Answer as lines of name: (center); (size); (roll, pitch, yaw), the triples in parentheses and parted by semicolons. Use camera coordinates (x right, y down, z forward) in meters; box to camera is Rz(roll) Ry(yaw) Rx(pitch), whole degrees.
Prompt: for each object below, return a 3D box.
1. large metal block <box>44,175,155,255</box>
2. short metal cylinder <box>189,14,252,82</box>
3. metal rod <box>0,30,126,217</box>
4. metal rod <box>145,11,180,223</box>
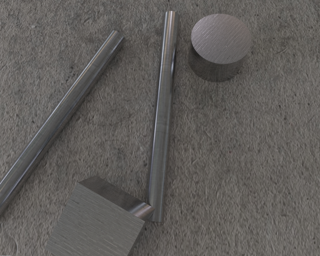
large metal block: (-0.063, 0.110, 0.340); (0.080, 0.050, 0.080); (28, 94, 9)
short metal cylinder: (0.082, -0.112, 0.436); (0.081, 0.050, 0.080); (0, 70, 0)
metal rod: (-0.135, -0.012, 0.411); (0.025, 0.025, 0.300); (28, 72, 9)
metal rod: (0.005, -0.029, 0.418); (0.025, 0.025, 0.299); (5, 70, 2)
